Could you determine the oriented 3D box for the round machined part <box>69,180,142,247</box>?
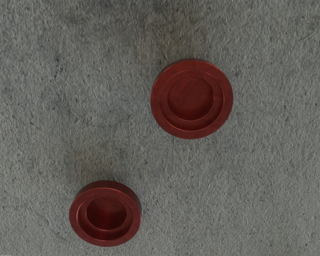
[{"bbox_3d":[-0.075,0.117,0.443,0.099,0.042,0.097,0,110,0],"label":"round machined part"}]

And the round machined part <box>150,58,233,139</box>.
[{"bbox_3d":[0.038,-0.038,0.387,0.099,0.042,0.097,0,110,0],"label":"round machined part"}]
